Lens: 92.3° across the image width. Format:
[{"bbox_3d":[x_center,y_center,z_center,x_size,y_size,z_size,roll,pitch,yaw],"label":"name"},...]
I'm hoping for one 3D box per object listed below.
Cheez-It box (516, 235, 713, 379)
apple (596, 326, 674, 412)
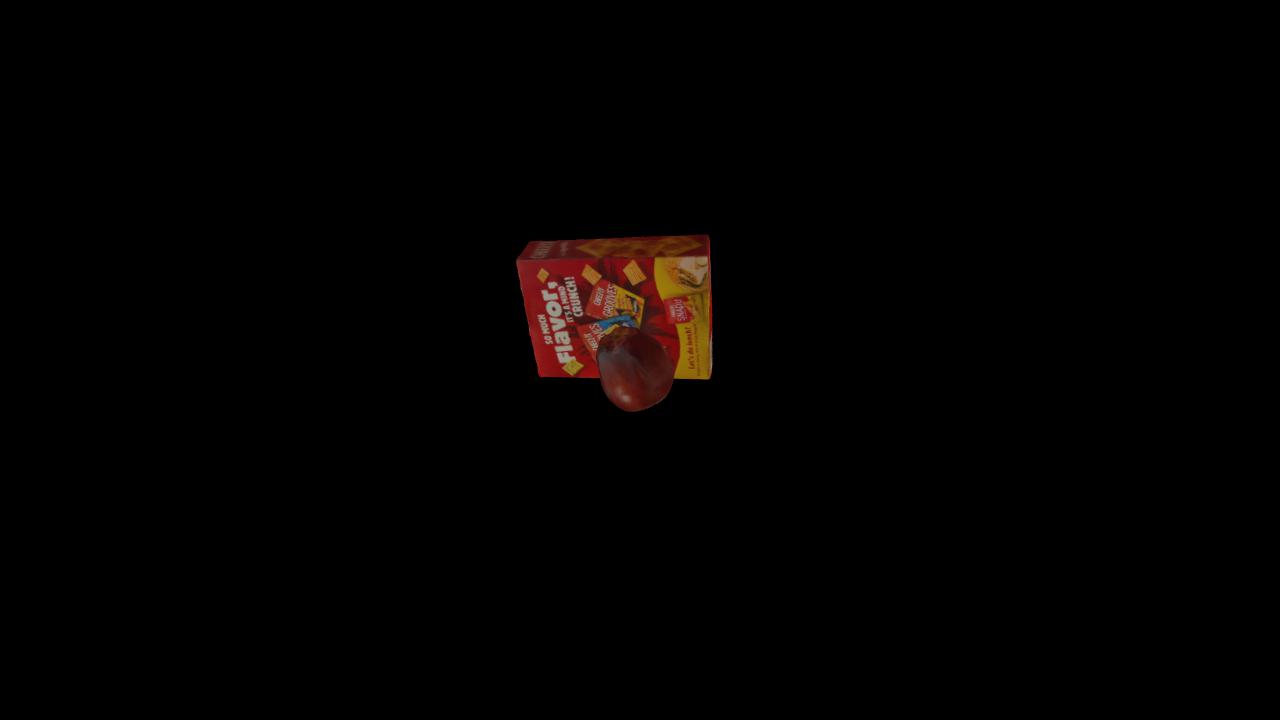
[{"bbox_3d":[-0.024,-0.061,0.749,0.223,0.166,0.071,-1,32,8],"label":"Cheez-It box"},{"bbox_3d":[-0.006,0.010,0.644,0.079,0.093,0.079,-20,27,11],"label":"apple"}]
